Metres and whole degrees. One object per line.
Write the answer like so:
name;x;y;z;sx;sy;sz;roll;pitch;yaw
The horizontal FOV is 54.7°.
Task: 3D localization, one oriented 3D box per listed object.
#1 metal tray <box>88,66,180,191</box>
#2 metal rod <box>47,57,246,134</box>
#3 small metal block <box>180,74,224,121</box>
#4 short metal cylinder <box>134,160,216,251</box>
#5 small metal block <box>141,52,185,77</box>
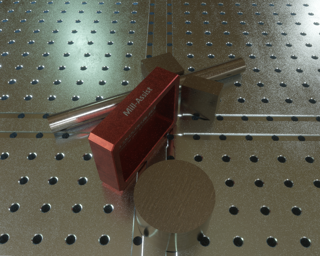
metal tray;-0.024;0.000;0.365;0.030;0.090;0.130;26;55;20
metal rod;-0.008;-0.052;0.450;0.302;0.025;0.025;-19;53;-16
small metal block;0.057;-0.042;0.427;0.050;0.050;0.025;18;53;15
short metal cylinder;0.014;0.080;0.324;0.080;0.050;0.080;0;50;0
small metal block;0.003;-0.088;0.481;0.050;0.025;0.050;-19;52;-16
